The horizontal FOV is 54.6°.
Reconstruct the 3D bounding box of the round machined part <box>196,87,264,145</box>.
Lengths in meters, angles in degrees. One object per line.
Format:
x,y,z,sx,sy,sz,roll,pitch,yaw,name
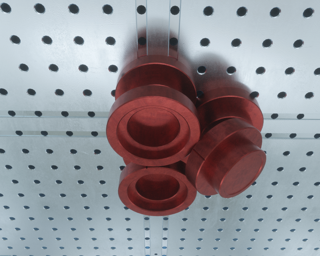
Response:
0.084,-0.001,0.401,0.099,0.042,0.097,0,130,0,round machined part

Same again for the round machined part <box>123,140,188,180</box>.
-0.004,0.041,0.436,0.099,0.042,0.097,0,130,0,round machined part

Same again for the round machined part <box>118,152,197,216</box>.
-0.003,0.069,0.403,0.099,0.042,0.097,0,130,0,round machined part

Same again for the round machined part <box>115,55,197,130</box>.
-0.005,-0.034,0.372,0.099,0.042,0.097,0,130,0,round machined part

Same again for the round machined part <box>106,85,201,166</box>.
-0.007,-0.006,0.339,0.099,0.042,0.097,0,130,0,round machined part

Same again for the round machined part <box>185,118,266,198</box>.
0.081,0.041,0.352,0.099,0.042,0.097,-22,134,-24,round machined part
